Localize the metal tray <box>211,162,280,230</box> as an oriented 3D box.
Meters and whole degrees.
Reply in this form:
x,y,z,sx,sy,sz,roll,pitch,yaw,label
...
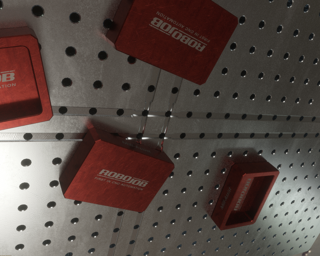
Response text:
x,y,z,sx,sy,sz,roll,pitch,yaw,label
0.157,0.126,0.574,0.091,0.030,0.129,1,118,-29,metal tray

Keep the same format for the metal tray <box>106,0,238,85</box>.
x,y,z,sx,sy,sz,roll,pitch,yaw,label
0.017,-0.111,0.350,0.131,0.030,0.089,16,110,-35,metal tray

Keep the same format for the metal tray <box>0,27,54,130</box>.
x,y,z,sx,sy,sz,roll,pitch,yaw,label
-0.176,-0.039,0.287,0.131,0.030,0.089,-14,124,-21,metal tray

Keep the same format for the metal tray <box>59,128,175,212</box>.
x,y,z,sx,sy,sz,roll,pitch,yaw,label
-0.055,0.062,0.418,0.131,0.030,0.090,23,106,-37,metal tray
